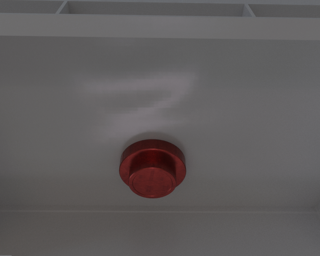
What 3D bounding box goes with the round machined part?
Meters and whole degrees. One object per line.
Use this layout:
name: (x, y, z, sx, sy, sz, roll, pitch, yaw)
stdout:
round machined part: (-0.011, 0.066, 0.454, 0.099, 0.042, 0.097, 0, 130, 0)
